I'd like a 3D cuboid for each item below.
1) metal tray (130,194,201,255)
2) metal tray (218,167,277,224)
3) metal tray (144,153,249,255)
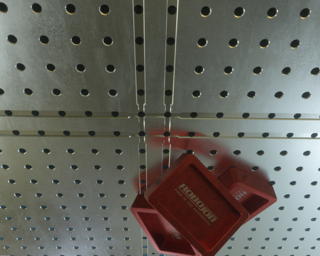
[{"bbox_3d":[0.016,0.167,0.522,0.090,0.030,0.129,-4,127,30],"label":"metal tray"},{"bbox_3d":[0.115,0.127,0.518,0.090,0.030,0.129,25,125,-21],"label":"metal tray"},{"bbox_3d":[0.053,0.111,0.445,0.090,0.030,0.130,-45,99,-9],"label":"metal tray"}]
